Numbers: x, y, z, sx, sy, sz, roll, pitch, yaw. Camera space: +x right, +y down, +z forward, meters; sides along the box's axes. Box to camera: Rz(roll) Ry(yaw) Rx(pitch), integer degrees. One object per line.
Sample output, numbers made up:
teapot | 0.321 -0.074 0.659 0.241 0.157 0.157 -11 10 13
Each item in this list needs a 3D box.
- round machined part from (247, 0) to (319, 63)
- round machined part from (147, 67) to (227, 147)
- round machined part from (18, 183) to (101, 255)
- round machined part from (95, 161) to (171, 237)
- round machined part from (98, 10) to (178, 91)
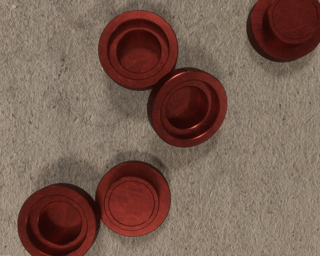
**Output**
round machined part | 0.168 -0.138 0.404 0.099 0.042 0.097 0 90 -1
round machined part | 0.031 -0.028 0.389 0.099 0.042 0.097 -7 114 -17
round machined part | -0.125 0.119 0.398 0.099 0.042 0.097 0 90 3
round machined part | -0.035 0.093 0.401 0.099 0.042 0.097 0 90 -1
round machined part | -0.026 -0.096 0.400 0.099 0.042 0.097 0 88 1
